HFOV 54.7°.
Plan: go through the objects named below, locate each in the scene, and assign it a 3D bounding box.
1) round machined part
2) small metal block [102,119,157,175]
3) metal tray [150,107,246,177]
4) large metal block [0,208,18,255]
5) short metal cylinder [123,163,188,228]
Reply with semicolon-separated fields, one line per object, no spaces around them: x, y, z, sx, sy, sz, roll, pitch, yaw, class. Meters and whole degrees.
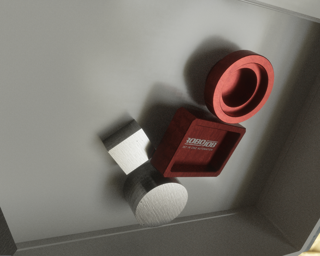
0.101;-0.058;0.419;0.099;0.042;0.097;-14;125;-21;round machined part
-0.038;0.025;0.405;0.050;0.025;0.050;-35;129;-6;small metal block
0.058;0.025;0.437;0.131;0.030;0.089;9;114;-46;metal tray
-0.211;0.133;0.332;0.050;0.080;0.079;8;123;13;large metal block
-0.007;0.097;0.450;0.081;0.050;0.079;-14;124;-21;short metal cylinder
